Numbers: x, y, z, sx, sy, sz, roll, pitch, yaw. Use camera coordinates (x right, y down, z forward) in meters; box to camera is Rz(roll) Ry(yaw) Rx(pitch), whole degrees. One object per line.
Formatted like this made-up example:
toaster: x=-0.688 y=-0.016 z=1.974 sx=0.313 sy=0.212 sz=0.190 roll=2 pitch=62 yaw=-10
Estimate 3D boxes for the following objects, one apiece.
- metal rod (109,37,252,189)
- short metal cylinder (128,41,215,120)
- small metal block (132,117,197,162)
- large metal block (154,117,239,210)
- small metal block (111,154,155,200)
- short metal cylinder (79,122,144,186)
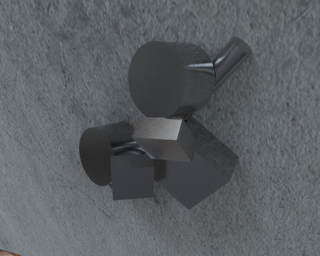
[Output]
metal rod: x=0.006 y=0.003 z=0.405 sx=0.025 sy=0.025 sz=0.298 roll=41 pitch=129 yaw=-1
short metal cylinder: x=0.011 y=-0.052 z=0.334 sx=0.080 sy=0.050 sz=0.079 roll=12 pitch=108 yaw=42
small metal block: x=0.006 y=0.013 z=0.331 sx=0.050 sy=0.025 sz=0.050 roll=2 pitch=150 yaw=27
large metal block: x=0.039 y=0.046 z=0.397 sx=0.080 sy=0.050 sz=0.080 roll=41 pitch=129 yaw=-1
small metal block: x=-0.034 y=0.061 z=0.382 sx=0.050 sy=0.025 sz=0.050 roll=-3 pitch=123 yaw=-8
short metal cylinder: x=-0.068 y=0.034 z=0.429 sx=0.080 sy=0.050 sz=0.079 roll=12 pitch=108 yaw=41
